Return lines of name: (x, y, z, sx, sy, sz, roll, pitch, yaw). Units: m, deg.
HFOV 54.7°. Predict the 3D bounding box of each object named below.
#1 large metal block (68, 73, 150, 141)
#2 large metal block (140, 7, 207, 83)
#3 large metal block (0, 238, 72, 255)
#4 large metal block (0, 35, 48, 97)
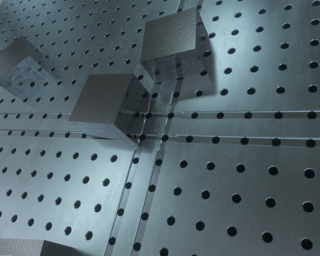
large metal block: (-0.072, -0.031, 0.447, 0.080, 0.050, 0.080, 4, 64, 29)
large metal block: (0.022, -0.120, 0.453, 0.080, 0.050, 0.080, -9, 58, 23)
large metal block: (-0.161, 0.177, 0.366, 0.080, 0.050, 0.080, -7, 58, 24)
large metal block: (-0.278, -0.123, 0.610, 0.080, 0.050, 0.080, -36, 51, 4)
